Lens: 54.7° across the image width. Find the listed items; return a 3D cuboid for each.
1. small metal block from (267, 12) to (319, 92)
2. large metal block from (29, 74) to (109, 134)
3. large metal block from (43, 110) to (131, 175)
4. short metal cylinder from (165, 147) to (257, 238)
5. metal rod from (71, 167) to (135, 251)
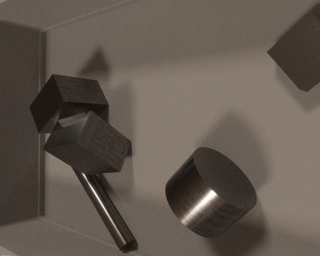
[{"bbox_3d":[0.140,-0.070,0.291,0.050,0.025,0.050,-45,63,30],"label":"small metal block"},{"bbox_3d":[-0.142,-0.035,0.486,0.080,0.081,0.050,-41,65,32],"label":"large metal block"},{"bbox_3d":[-0.103,0.025,0.444,0.080,0.080,0.050,-11,50,39],"label":"large metal block"},{"bbox_3d":[0.053,0.066,0.326,0.050,0.081,0.080,-52,60,27],"label":"short metal cylinder"},{"bbox_3d":[-0.131,0.065,0.511,0.300,0.025,0.025,51,120,27],"label":"metal rod"}]
